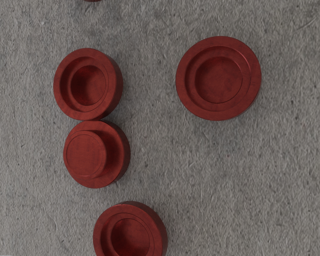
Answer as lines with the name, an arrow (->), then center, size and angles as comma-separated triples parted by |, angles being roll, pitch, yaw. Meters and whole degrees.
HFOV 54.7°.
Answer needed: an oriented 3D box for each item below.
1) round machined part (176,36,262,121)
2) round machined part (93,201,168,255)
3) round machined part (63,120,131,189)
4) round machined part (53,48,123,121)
round machined part -> 0.072, -0.057, 0.374 | 0.098, 0.042, 0.097 | 0, 90, 20
round machined part -> -0.036, 0.145, 0.412 | 0.098, 0.042, 0.097 | 0, 90, 20
round machined part -> -0.095, 0.036, 0.433 | 0.098, 0.042, 0.097 | 0, 90, 20
round machined part -> -0.095, -0.058, 0.433 | 0.098, 0.042, 0.097 | 0, 89, 19
